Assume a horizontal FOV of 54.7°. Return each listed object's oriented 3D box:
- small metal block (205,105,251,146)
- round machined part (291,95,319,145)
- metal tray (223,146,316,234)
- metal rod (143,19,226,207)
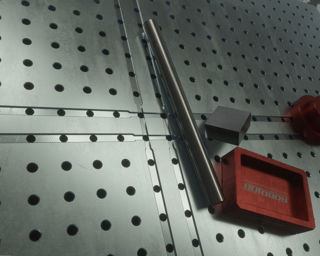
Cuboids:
[{"bbox_3d":[0.099,-0.005,0.449,0.050,0.025,0.050,15,42,28],"label":"small metal block"},{"bbox_3d":[0.296,-0.021,0.573,0.099,0.042,0.098,14,56,-21],"label":"round machined part"},{"bbox_3d":[0.151,0.088,0.434,0.131,0.030,0.090,19,54,-17],"label":"metal tray"},{"bbox_3d":[0.028,-0.036,0.446,0.025,0.025,0.299,-4,64,-31],"label":"metal rod"}]
